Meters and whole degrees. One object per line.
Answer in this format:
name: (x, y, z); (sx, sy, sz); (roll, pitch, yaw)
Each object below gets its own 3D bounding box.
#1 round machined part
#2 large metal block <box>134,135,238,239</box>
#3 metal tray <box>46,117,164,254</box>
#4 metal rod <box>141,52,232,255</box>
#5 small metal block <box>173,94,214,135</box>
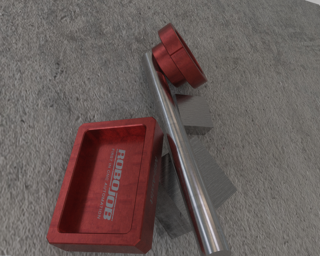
round machined part: (0.024, -0.097, 0.444); (0.098, 0.042, 0.098); (52, 16, -21)
large metal block: (0.028, 0.068, 0.362); (0.081, 0.050, 0.080); (-29, 78, -37)
metal tray: (-0.049, 0.053, 0.308); (0.090, 0.030, 0.130); (-5, 55, 17)
metal rod: (0.015, 0.002, 0.354); (0.025, 0.025, 0.300); (9, 40, -24)
small metal block: (0.043, -0.018, 0.438); (0.050, 0.025, 0.050); (3, 60, -27)
